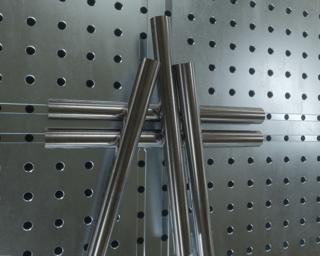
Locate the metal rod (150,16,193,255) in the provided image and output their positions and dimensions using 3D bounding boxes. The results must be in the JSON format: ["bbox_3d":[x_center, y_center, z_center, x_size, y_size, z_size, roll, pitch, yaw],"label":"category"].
[{"bbox_3d":[0.015,0.012,0.393,0.025,0.025,0.298,-7,93,-20],"label":"metal rod"}]

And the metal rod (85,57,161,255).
[{"bbox_3d":[-0.052,0.063,0.375,0.025,0.025,0.298,15,92,-20],"label":"metal rod"}]

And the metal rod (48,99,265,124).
[{"bbox_3d":[0.010,-0.020,0.418,0.303,0.025,0.025,1,90,-21],"label":"metal rod"}]

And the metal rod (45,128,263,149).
[{"bbox_3d":[0.007,0.014,0.417,0.303,0.025,0.025,1,90,-21],"label":"metal rod"}]

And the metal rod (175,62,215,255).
[{"bbox_3d":[0.050,0.065,0.412,0.025,0.025,0.298,-11,101,-20],"label":"metal rod"}]
